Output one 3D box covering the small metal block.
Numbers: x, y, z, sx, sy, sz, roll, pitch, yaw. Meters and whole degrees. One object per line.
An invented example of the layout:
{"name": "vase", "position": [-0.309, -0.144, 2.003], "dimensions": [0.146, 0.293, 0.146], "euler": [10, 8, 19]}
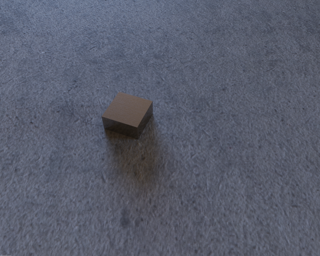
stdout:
{"name": "small metal block", "position": [-0.043, -0.018, 0.417], "dimensions": [0.050, 0.025, 0.050], "euler": [17, 52, 13]}
